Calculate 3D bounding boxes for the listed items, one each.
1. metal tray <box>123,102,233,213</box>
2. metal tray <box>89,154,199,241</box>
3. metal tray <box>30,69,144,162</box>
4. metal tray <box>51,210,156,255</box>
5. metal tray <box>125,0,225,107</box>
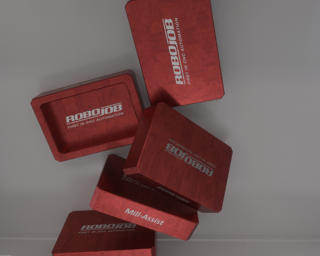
[{"bbox_3d":[0.028,0.039,0.376,0.131,0.090,0.030,32,151,-27],"label":"metal tray"},{"bbox_3d":[-0.018,0.088,0.408,0.131,0.090,0.030,21,111,-8],"label":"metal tray"},{"bbox_3d":[-0.086,-0.015,0.402,0.131,0.030,0.089,-14,110,5],"label":"metal tray"},{"bbox_3d":[-0.071,0.152,0.431,0.131,0.090,0.030,-3,110,1],"label":"metal tray"},{"bbox_3d":[0.021,-0.092,0.363,0.090,0.030,0.129,-10,115,10],"label":"metal tray"}]
